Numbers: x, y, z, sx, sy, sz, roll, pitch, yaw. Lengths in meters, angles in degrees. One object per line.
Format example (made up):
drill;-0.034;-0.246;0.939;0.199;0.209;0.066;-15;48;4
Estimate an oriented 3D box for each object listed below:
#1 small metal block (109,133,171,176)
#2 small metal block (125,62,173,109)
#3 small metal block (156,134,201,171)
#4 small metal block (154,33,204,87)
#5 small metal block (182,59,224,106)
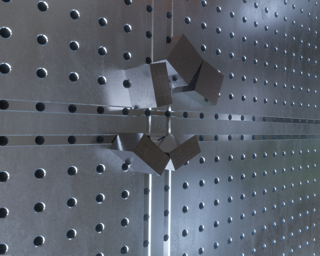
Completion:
small metal block;-0.024;0.031;0.372;0.050;0.050;0.025;45;63;-31
small metal block;-0.014;-0.051;0.380;0.025;0.050;0.050;-17;101;-39
small metal block;0.016;0.030;0.405;0.050;0.050;0.025;-31;110;-36
small metal block;0.027;-0.093;0.431;0.050;0.025;0.050;45;63;-31
small metal block;0.065;-0.066;0.462;0.050;0.025;0.050;28;73;-37
